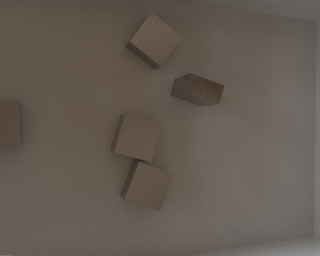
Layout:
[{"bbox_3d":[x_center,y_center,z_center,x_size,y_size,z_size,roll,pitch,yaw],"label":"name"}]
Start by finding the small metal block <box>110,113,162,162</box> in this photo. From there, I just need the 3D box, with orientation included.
[{"bbox_3d":[-0.031,0.013,0.399,0.050,0.025,0.050,17,84,-19],"label":"small metal block"}]

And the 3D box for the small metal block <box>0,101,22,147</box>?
[{"bbox_3d":[-0.182,-0.004,0.343,0.050,0.025,0.050,-2,91,-20],"label":"small metal block"}]

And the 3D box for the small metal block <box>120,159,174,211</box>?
[{"bbox_3d":[-0.017,0.074,0.404,0.050,0.025,0.050,23,82,-19],"label":"small metal block"}]

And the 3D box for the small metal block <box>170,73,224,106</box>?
[{"bbox_3d":[0.049,-0.050,0.415,0.050,0.050,0.025,17,85,-19],"label":"small metal block"}]

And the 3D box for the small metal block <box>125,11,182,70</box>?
[{"bbox_3d":[-0.009,-0.114,0.407,0.050,0.025,0.050,36,78,-17],"label":"small metal block"}]
